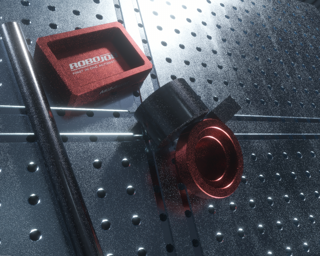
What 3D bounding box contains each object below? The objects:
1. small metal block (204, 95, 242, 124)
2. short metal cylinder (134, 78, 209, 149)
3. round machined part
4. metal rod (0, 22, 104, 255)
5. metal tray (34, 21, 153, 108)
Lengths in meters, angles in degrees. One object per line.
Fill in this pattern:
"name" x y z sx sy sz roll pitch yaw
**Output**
"small metal block" 0.083 -0.014 0.448 0.025 0.050 0.050 48 51 5
"short metal cylinder" 0.015 -0.018 0.393 0.081 0.080 0.050 -29 76 -38
"round machined part" 0.057 0.040 0.394 0.099 0.042 0.098 11 71 -35
"metal rod" -0.123 0.006 0.338 0.025 0.025 0.299 -13 69 -34
"metal tray" -0.085 -0.089 0.414 0.131 0.030 0.090 -28 78 -38
